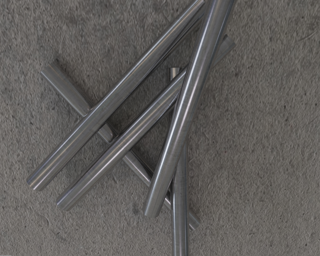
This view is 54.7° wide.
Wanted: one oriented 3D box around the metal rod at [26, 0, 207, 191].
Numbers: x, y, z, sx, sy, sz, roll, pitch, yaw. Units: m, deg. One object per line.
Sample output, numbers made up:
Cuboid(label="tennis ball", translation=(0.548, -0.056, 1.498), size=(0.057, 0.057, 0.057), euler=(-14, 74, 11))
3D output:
Cuboid(label="metal rod", translation=(-0.054, -0.036, 0.374), size=(0.025, 0.025, 0.300), euler=(43, 96, -14))

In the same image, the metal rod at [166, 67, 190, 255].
Cuboid(label="metal rod", translation=(0.026, 0.070, 0.415), size=(0.025, 0.025, 0.298), euler=(-2, 103, 0))

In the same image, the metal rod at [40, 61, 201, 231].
Cuboid(label="metal rod", translation=(-0.044, 0.034, 0.421), size=(0.025, 0.025, 0.300), euler=(-37, 106, 12))

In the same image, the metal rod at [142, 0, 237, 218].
Cuboid(label="metal rod", translation=(0.025, -0.010, 0.355), size=(0.025, 0.025, 0.298), euler=(14, 119, -5))

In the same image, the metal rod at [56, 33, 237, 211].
Cuboid(label="metal rod", translation=(-0.027, 0.002, 0.381), size=(0.025, 0.025, 0.299), euler=(42, 106, -14))
